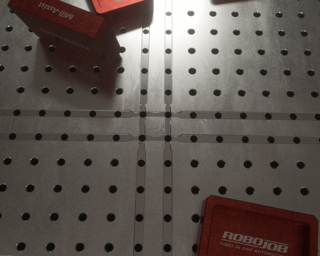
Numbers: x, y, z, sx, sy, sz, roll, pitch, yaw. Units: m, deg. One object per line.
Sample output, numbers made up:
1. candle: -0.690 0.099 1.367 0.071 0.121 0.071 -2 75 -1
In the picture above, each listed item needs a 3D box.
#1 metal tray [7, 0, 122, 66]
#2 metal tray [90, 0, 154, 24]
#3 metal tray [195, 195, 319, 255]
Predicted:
1. metal tray: -0.124 -0.135 0.423 0.130 0.090 0.030 23 82 8
2. metal tray: -0.074 -0.232 0.492 0.091 0.030 0.130 -20 71 -8
3. metal tray: 0.111 0.136 0.360 0.131 0.030 0.090 11 70 3
